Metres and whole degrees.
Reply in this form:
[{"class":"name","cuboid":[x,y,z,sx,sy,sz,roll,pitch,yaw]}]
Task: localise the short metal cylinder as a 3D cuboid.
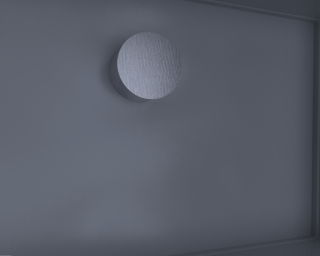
[{"class":"short metal cylinder","cuboid":[-0.020,-0.074,0.391,0.081,0.050,0.079,0,90,-21]}]
